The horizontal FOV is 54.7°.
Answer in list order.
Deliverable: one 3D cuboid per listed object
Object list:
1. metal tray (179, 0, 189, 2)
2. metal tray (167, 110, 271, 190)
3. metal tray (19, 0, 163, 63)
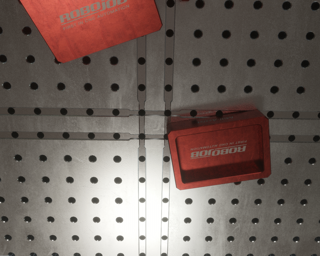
[{"bbox_3d":[0.015,-0.215,0.332,0.090,0.030,0.130,-43,105,13],"label":"metal tray"},{"bbox_3d":[0.080,0.031,0.423,0.131,0.030,0.089,-9,110,2],"label":"metal tray"},{"bbox_3d":[-0.072,-0.134,0.342,0.131,0.030,0.090,-17,132,6],"label":"metal tray"}]
